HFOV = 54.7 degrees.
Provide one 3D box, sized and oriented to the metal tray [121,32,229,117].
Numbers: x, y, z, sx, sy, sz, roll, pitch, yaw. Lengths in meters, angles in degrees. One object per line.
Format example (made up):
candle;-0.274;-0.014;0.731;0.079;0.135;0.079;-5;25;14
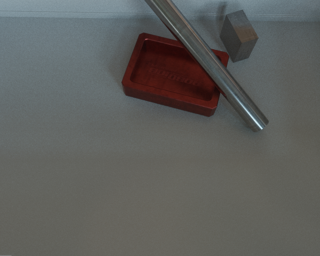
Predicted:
metal tray;0.022;-0.076;0.434;0.131;0.030;0.090;15;71;5

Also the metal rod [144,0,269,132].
metal rod;0.035;-0.113;0.385;0.025;0.025;0.300;-44;100;-14

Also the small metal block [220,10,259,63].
small metal block;0.112;-0.131;0.446;0.025;0.050;0.050;-19;71;-7
